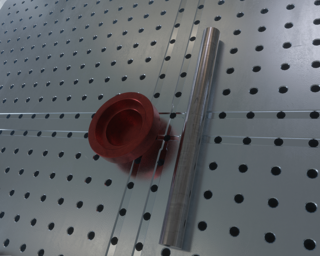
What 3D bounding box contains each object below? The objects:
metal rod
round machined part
[{"bbox_3d":[0.043,-0.007,0.389,0.025,0.025,0.300,0,61,28],"label":"metal rod"},{"bbox_3d":[-0.044,0.003,0.419,0.098,0.042,0.098,-13,56,21],"label":"round machined part"}]
